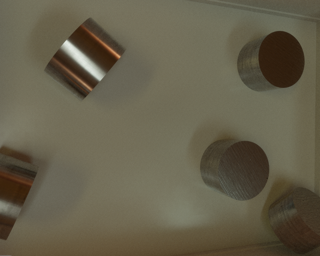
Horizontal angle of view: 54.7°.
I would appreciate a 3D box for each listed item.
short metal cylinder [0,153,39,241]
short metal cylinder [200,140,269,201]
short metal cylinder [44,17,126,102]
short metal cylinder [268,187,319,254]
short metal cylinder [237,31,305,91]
[{"bbox_3d":[-0.167,0.069,0.320,0.050,0.080,0.080,25,82,-19],"label":"short metal cylinder"},{"bbox_3d":[0.104,0.057,0.435,0.081,0.050,0.080,0,90,-20],"label":"short metal cylinder"},{"bbox_3d":[-0.084,-0.076,0.350,0.050,0.080,0.080,40,77,-16],"label":"short metal cylinder"},{"bbox_3d":[0.208,0.134,0.452,0.080,0.050,0.080,21,41,-19],"label":"short metal cylinder"},{"bbox_3d":[0.163,-0.096,0.457,0.081,0.050,0.080,0,90,-20],"label":"short metal cylinder"}]
